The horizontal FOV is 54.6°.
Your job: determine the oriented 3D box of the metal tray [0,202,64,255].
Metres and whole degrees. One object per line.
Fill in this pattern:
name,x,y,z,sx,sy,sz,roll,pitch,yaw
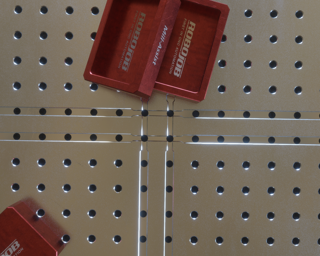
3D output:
metal tray,-0.206,0.175,0.410,0.130,0.030,0.090,-44,90,0

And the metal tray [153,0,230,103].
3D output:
metal tray,0.030,-0.106,0.410,0.090,0.030,0.129,16,90,0

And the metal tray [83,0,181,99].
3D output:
metal tray,-0.037,-0.110,0.388,0.090,0.030,0.129,19,91,30
